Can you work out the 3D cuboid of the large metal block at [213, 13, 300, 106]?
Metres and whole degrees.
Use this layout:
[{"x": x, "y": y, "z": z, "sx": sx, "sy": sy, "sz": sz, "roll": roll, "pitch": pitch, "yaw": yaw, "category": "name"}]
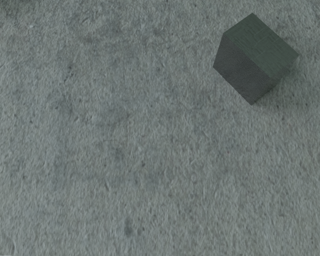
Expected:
[{"x": 0.122, "y": -0.089, "z": 0.413, "sx": 0.050, "sy": 0.080, "sz": 0.080, "roll": -37, "pitch": 75, "yaw": -13, "category": "large metal block"}]
